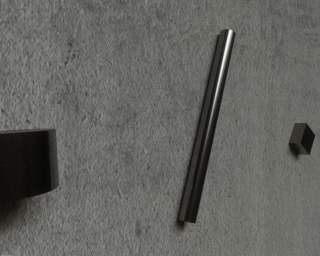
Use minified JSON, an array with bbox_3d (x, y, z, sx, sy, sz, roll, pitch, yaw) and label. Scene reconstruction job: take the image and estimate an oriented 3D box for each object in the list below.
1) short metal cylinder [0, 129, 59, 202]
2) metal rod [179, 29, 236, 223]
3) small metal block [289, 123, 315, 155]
[{"bbox_3d":[-0.129,0.028,0.262,0.081,0.080,0.050,-5,93,-40],"label":"short metal cylinder"},{"bbox_3d":[0.074,-0.010,0.469,0.025,0.025,0.299,23,75,-38],"label":"metal rod"},{"bbox_3d":[0.306,0.024,0.666,0.050,0.025,0.050,40,66,-33],"label":"small metal block"}]
